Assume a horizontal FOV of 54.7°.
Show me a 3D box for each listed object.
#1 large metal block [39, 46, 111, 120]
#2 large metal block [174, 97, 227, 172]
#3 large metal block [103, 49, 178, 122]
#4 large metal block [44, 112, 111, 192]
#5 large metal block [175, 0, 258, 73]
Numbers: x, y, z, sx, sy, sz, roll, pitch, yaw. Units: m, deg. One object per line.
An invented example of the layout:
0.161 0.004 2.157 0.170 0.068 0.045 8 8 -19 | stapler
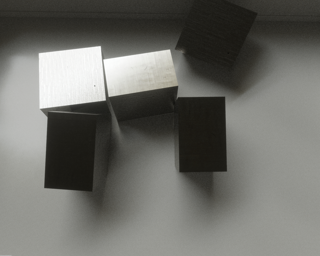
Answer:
-0.112 -0.057 0.416 0.081 0.050 0.080 -8 70 -3 | large metal block
0.044 0.008 0.367 0.050 0.080 0.080 -1 88 -1 | large metal block
-0.023 -0.051 0.399 0.081 0.080 0.050 -10 70 -4 | large metal block
-0.091 0.022 0.358 0.050 0.080 0.079 4 94 1 | large metal block
0.077 -0.130 0.425 0.080 0.050 0.079 25 107 8 | large metal block
